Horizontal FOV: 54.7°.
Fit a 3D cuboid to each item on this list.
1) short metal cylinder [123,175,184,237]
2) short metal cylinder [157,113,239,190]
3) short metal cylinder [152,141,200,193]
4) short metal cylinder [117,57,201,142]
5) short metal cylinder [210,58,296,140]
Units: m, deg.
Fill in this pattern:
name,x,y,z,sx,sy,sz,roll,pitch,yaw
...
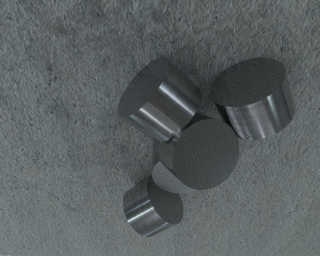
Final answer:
name,x,y,z,sx,sy,sz,roll,pitch,yaw
short metal cylinder,-0.009,0.117,0.471,0.050,0.080,0.080,-35,122,26
short metal cylinder,0.042,0.024,0.356,0.081,0.050,0.079,-5,103,-20
short metal cylinder,0.030,0.046,0.430,0.081,0.050,0.079,0,130,0
short metal cylinder,-0.002,-0.031,0.345,0.080,0.080,0.050,-37,121,27
short metal cylinder,0.103,-0.033,0.344,0.080,0.080,0.050,-21,127,16
